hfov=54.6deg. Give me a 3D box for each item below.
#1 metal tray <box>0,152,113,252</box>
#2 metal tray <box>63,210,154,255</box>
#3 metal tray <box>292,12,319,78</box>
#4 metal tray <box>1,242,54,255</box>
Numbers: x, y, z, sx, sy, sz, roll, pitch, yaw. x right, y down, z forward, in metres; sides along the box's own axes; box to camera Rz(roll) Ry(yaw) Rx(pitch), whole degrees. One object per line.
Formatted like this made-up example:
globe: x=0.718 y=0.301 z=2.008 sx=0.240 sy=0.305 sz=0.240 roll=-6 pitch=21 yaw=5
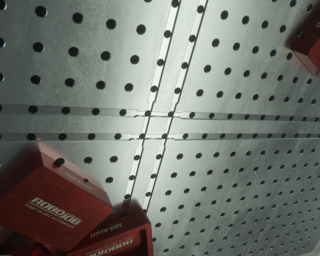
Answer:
metal tray: x=-0.135 y=0.099 z=0.395 sx=0.090 sy=0.030 sz=0.130 roll=-43 pitch=129 yaw=2
metal tray: x=-0.077 y=0.188 z=0.481 sx=0.131 sy=0.030 sz=0.089 roll=-16 pitch=125 yaw=-20
metal tray: x=0.268 y=-0.145 z=0.463 sx=0.090 sy=0.030 sz=0.130 roll=28 pitch=103 yaw=-38
metal tray: x=-0.171 y=0.218 z=0.426 sx=0.090 sy=0.030 sz=0.130 roll=-23 pitch=123 yaw=5
